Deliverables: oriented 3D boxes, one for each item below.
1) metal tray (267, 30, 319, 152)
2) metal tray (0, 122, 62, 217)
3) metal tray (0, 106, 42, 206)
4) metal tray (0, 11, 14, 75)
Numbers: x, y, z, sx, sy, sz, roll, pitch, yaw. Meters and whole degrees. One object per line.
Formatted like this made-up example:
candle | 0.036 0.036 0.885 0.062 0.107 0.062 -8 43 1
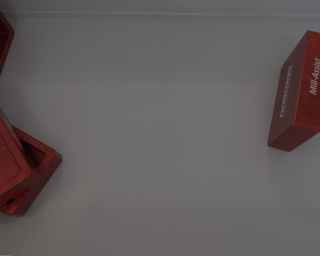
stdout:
metal tray | 0.175 -0.044 0.392 0.030 0.090 0.130 16 71 6
metal tray | -0.204 0.040 0.390 0.130 0.030 0.090 28 72 9
metal tray | -0.212 0.031 0.361 0.090 0.030 0.130 -34 74 -12
metal tray | -0.245 -0.105 0.411 0.030 0.090 0.130 7 70 2
